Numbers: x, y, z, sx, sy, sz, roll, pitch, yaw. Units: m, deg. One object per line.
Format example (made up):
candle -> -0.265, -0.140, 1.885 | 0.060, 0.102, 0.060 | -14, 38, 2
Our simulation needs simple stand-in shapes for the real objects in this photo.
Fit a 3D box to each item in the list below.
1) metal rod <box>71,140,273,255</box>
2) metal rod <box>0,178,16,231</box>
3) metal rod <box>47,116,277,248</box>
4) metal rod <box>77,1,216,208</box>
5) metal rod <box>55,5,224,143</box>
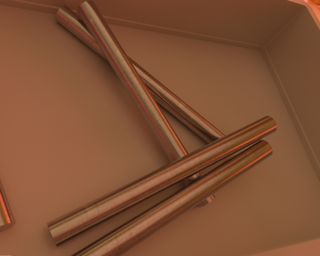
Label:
metal rod -> 0.019, 0.083, 0.340 | 0.302, 0.025, 0.025 | -25, 76, -29
metal rod -> -0.209, -0.037, 0.315 | 0.025, 0.025, 0.299 | -17, 71, -35
metal rod -> 0.024, 0.048, 0.356 | 0.302, 0.025, 0.025 | -23, 74, -26
metal rod -> -0.020, -0.035, 0.398 | 0.025, 0.025, 0.299 | -27, 83, -37
metal rod -> -0.020, -0.065, 0.435 | 0.300, 0.025, 0.025 | 39, 51, -2
